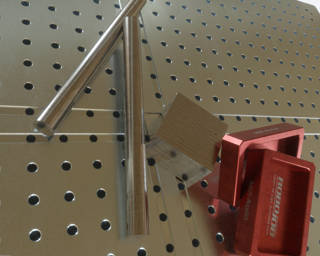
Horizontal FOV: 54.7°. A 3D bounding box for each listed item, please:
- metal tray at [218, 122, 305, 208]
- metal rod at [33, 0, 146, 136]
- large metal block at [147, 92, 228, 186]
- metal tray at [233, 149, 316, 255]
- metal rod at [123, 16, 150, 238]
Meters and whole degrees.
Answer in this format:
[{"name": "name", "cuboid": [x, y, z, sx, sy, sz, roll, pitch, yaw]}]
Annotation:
[{"name": "metal tray", "cuboid": [0.139, 0.046, 0.419, 0.131, 0.030, 0.089, -9, 109, -33]}, {"name": "metal rod", "cuboid": [-0.081, -0.109, 0.431, 0.025, 0.025, 0.300, 30, 52, -9]}, {"name": "large metal block", "cuboid": [0.032, 0.014, 0.403, 0.080, 0.050, 0.080, 33, 51, -7]}, {"name": "metal tray", "cuboid": [0.147, 0.099, 0.391, 0.091, 0.030, 0.129, 16, 78, -23]}, {"name": "metal rod", "cuboid": [-0.033, -0.021, 0.391, 0.025, 0.025, 0.299, 8, 62, -24]}]
